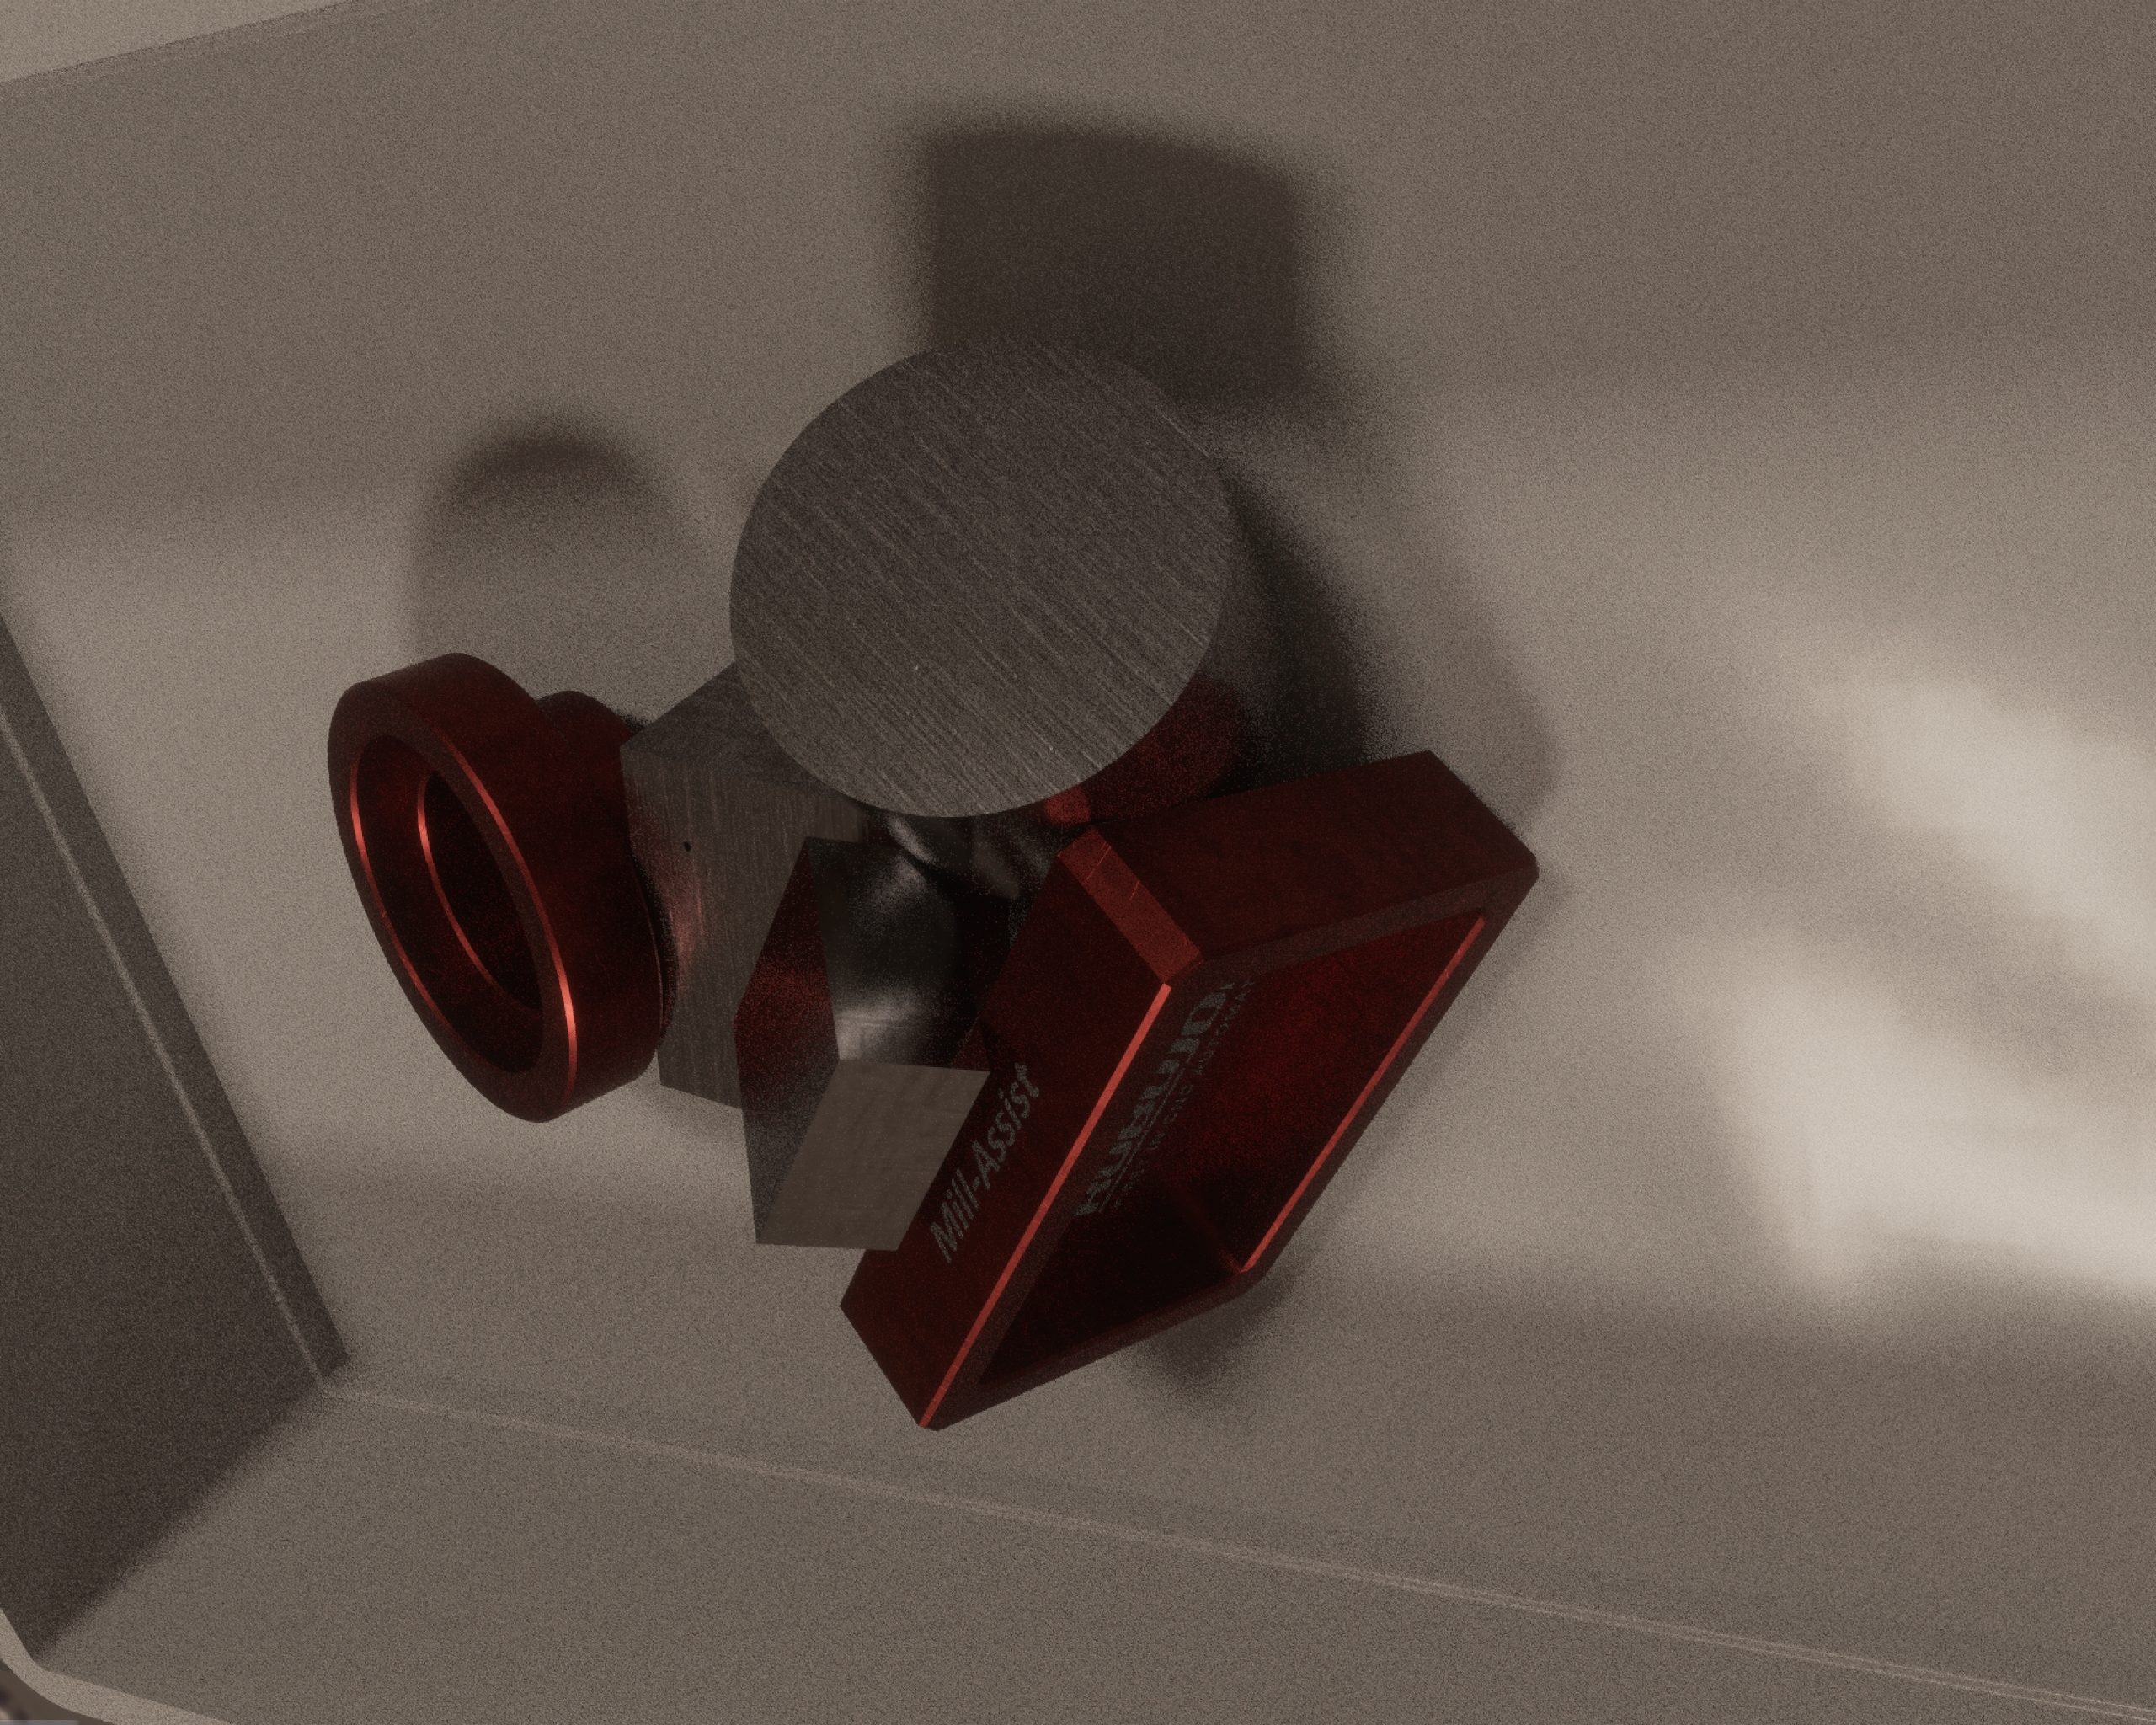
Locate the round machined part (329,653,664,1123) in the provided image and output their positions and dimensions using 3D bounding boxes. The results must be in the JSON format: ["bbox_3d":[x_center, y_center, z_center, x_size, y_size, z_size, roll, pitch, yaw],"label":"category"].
[{"bbox_3d":[-0.114,0.002,0.440,0.098,0.042,0.097,30,133,39],"label":"round machined part"}]

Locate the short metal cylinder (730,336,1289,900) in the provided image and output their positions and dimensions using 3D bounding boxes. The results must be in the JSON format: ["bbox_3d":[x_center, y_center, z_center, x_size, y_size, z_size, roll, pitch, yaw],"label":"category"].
[{"bbox_3d":[-0.010,-0.038,0.343,0.080,0.080,0.050,15,169,19],"label":"short metal cylinder"}]

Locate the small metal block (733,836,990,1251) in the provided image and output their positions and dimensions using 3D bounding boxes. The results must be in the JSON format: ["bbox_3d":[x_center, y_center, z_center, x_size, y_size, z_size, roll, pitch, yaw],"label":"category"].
[{"bbox_3d":[-0.039,0.032,0.363,0.025,0.050,0.050,8,132,-23],"label":"small metal block"}]

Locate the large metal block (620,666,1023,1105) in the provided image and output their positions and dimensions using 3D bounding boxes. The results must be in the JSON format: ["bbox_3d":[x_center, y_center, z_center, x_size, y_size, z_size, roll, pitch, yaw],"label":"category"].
[{"bbox_3d":[-0.039,0.009,0.415,0.080,0.050,0.079,14,124,20],"label":"large metal block"}]

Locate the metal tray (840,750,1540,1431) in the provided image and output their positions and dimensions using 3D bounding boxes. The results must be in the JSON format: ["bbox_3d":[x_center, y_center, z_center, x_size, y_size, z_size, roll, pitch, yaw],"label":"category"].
[{"bbox_3d":[0.018,0.043,0.379,0.030,0.091,0.129,50,134,28],"label":"metal tray"}]
